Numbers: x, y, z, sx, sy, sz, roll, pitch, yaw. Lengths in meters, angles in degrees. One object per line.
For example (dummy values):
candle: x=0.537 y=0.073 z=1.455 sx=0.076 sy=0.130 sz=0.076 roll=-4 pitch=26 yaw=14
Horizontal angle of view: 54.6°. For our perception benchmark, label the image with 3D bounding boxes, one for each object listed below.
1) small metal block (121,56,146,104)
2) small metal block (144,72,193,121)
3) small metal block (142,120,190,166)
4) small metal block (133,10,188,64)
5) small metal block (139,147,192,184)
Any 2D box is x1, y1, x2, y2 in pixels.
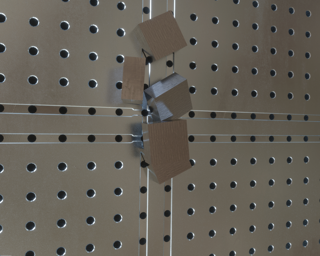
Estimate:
small metal block: x=-0.032 y=-0.057 z=0.384 sx=0.025 sy=0.050 sz=0.050 roll=4 pitch=89 yaw=-3
small metal block: x=0.012 y=-0.036 z=0.404 sx=0.050 sy=0.025 sz=0.050 roll=-33 pitch=134 yaw=-17
small metal block: x=0.007 y=0.016 z=0.387 sx=0.050 sy=0.025 sz=0.050 roll=-7 pitch=96 yaw=-20
small metal block: x=0.000 y=-0.120 z=0.412 sx=0.050 sy=0.025 sz=0.050 roll=-30 pitch=100 yaw=-18
small metal block: x=0.008 y=0.040 z=0.415 sx=0.050 sy=0.025 sz=0.050 roll=-25 pitch=99 yaw=-18
